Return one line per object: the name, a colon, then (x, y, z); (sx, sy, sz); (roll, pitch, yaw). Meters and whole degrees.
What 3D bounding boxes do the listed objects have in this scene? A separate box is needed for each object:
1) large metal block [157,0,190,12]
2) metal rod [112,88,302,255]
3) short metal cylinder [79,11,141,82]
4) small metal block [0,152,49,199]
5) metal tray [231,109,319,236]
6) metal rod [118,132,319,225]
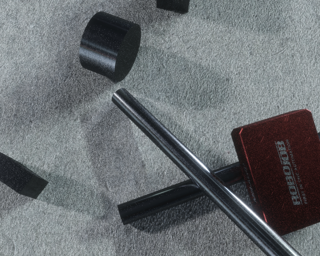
large metal block: (0.026, -0.237, 0.466); (0.050, 0.080, 0.080); (9, 70, 3)
metal rod: (0.043, 0.051, 0.365); (0.025, 0.025, 0.300); (-40, 66, -14)
short metal cylinder: (-0.065, -0.109, 0.418); (0.050, 0.080, 0.080); (22, 72, 8)
small metal block: (-0.170, 0.058, 0.371); (0.050, 0.050, 0.025); (31, 73, 10)
metal tray: (0.148, 0.051, 0.367); (0.091, 0.030, 0.129); (-17, 90, -7)
metal rod: (0.095, 0.056, 0.388); (0.302, 0.025, 0.025); (-19, 71, -7)
